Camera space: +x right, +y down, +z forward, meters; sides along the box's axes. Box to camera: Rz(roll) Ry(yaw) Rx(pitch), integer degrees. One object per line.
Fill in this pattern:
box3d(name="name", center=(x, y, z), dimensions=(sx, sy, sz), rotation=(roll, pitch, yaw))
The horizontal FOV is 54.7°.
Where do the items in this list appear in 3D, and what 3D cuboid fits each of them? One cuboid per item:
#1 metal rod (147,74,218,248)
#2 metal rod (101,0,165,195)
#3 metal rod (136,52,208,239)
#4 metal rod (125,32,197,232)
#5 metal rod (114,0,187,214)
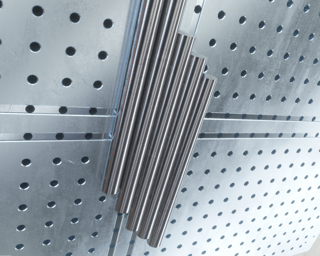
box3d(name="metal rod", center=(0.026, 0.063, 0.466), dimensions=(0.025, 0.025, 0.298), rotation=(1, 118, -29))
box3d(name="metal rod", center=(-0.032, -0.047, 0.365), dimensions=(0.025, 0.025, 0.298), rotation=(1, 118, -29))
box3d(name="metal rod", center=(0.010, 0.041, 0.443), dimensions=(0.025, 0.025, 0.298), rotation=(1, 118, -29))
box3d(name="metal rod", center=(-0.006, 0.021, 0.422), dimensions=(0.025, 0.025, 0.298), rotation=(1, 118, -29))
box3d(name="metal rod", center=(-0.018, -0.014, 0.393), dimensions=(0.025, 0.025, 0.298), rotation=(1, 118, -29))
